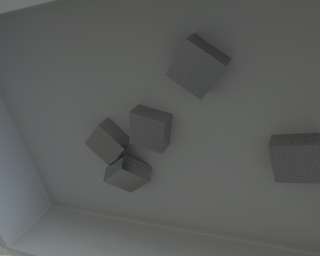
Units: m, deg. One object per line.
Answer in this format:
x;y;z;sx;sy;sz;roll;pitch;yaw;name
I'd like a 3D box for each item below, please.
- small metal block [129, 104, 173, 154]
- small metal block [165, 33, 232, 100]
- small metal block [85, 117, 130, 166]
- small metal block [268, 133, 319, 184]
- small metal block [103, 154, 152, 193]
-0.013;0.001;0.416;0.050;0.025;0.050;17;125;18;small metal block
0.042;-0.068;0.345;0.050;0.025;0.050;36;129;4;small metal block
-0.077;0.021;0.462;0.050;0.025;0.050;44;129;-2;small metal block
0.154;0.034;0.349;0.050;0.025;0.050;-4;117;30;small metal block
-0.048;0.069;0.464;0.050;0.025;0.050;29;135;-27;small metal block
